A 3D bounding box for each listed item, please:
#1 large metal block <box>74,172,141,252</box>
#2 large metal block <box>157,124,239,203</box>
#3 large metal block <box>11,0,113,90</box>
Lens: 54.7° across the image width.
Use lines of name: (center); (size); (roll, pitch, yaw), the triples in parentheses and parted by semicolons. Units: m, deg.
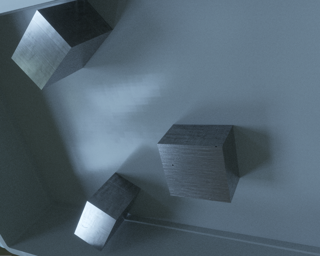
large metal block: (-0.082, 0.132, 0.492); (0.050, 0.080, 0.079); (31, 122, 8)
large metal block: (0.051, 0.043, 0.392); (0.080, 0.050, 0.080); (1, 119, 28)
large metal block: (-0.116, -0.101, 0.372); (0.050, 0.080, 0.080); (48, 129, -6)
